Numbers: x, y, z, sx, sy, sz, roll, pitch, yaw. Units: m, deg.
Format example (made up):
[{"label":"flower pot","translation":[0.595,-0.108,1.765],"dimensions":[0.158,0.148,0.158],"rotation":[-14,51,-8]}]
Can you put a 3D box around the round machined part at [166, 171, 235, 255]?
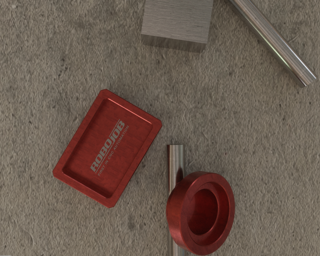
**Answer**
[{"label":"round machined part","translation":[0.046,0.102,0.386],"dimensions":[0.099,0.042,0.097],"rotation":[0,89,-40]}]

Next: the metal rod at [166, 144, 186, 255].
[{"label":"metal rod","translation":[0.023,0.171,0.410],"dimensions":[0.025,0.025,0.298],"rotation":[-1,90,-1]}]

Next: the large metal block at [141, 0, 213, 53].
[{"label":"large metal block","translation":[0.023,-0.147,0.398],"dimensions":[0.081,0.050,0.080],"rotation":[8,90,-1]}]

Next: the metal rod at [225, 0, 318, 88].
[{"label":"metal rod","translation":[0.100,-0.174,0.411],"dimensions":[0.025,0.025,0.300],"rotation":[-41,91,0]}]

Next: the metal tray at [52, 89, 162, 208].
[{"label":"metal tray","translation":[-0.067,0.026,0.406],"dimensions":[0.090,0.030,0.130],"rotation":[31,90,-1]}]
